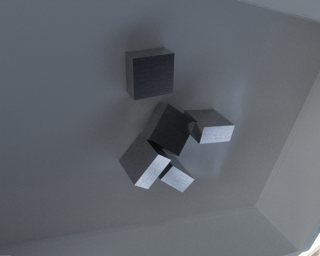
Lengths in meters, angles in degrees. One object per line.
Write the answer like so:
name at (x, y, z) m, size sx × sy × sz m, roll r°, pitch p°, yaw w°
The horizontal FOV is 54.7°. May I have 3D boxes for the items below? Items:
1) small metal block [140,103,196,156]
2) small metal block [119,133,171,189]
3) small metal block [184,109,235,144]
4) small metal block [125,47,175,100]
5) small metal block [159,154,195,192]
small metal block at (0.011, 0.002, 0.402) m, size 0.050 × 0.025 × 0.050 m, roll 33°, pitch 79°, yaw -28°
small metal block at (-0.021, 0.043, 0.408) m, size 0.025 × 0.050 × 0.050 m, roll 29°, pitch 103°, yaw -43°
small metal block at (0.065, -0.003, 0.428) m, size 0.050 × 0.050 × 0.025 m, roll -4°, pitch 120°, yaw -27°
small metal block at (-0.012, -0.064, 0.364) m, size 0.050 × 0.025 × 0.050 m, roll -13°, pitch 124°, yaw -22°
small metal block at (0.014, 0.058, 0.438) m, size 0.025 × 0.050 × 0.050 m, roll -49°, pitch 129°, yaw 6°
